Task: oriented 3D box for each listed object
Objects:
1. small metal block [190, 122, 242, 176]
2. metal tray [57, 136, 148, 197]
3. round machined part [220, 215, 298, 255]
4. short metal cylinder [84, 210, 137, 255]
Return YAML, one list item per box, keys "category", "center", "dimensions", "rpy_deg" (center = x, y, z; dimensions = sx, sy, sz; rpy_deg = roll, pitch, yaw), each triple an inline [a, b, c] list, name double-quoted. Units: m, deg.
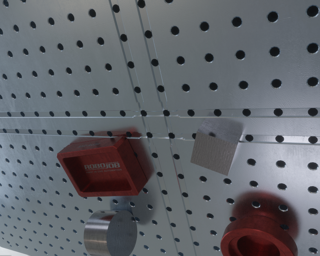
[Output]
- category: "small metal block"
  center: [0.070, 0.026, 0.391]
  dimensions: [0.050, 0.025, 0.050]
  rpy_deg: [19, 126, 17]
- category: "metal tray"
  center: [-0.094, 0.066, 0.498]
  dimensions: [0.130, 0.030, 0.090]
  rpy_deg: [-10, 114, 32]
- category: "round machined part"
  center: [0.137, 0.161, 0.427]
  dimensions: [0.098, 0.042, 0.097]
  rpy_deg: [13, 124, 21]
- category: "short metal cylinder"
  center: [-0.083, 0.182, 0.532]
  dimensions: [0.050, 0.080, 0.080]
  rpy_deg: [-8, 114, 32]
